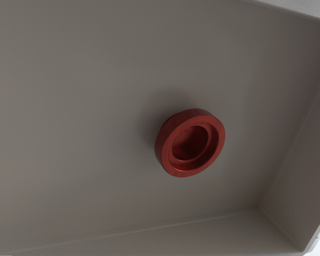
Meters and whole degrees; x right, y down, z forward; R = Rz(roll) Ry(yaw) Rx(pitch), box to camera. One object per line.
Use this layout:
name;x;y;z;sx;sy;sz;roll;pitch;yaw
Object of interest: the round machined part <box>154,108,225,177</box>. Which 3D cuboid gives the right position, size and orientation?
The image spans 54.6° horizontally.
round machined part;0.037;0.016;0.427;0.099;0.042;0.097;-14;124;-21
